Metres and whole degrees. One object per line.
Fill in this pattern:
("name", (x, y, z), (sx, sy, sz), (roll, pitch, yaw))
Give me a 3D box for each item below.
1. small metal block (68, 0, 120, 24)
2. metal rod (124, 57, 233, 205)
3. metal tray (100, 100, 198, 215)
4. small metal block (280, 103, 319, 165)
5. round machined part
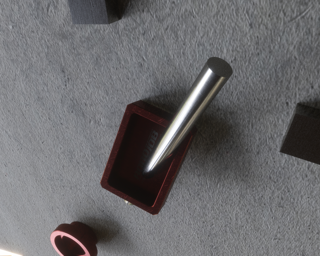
("small metal block", (-0.077, -0.147, 0.355), (0.050, 0.025, 0.050), (8, 122, 23))
("metal rod", (0.003, 0.029, 0.387), (0.025, 0.025, 0.298), (36, 139, 4))
("metal tray", (-0.017, 0.039, 0.410), (0.090, 0.030, 0.129), (26, 110, 12))
("small metal block", (0.161, 0.008, 0.326), (0.050, 0.025, 0.050), (19, 126, 17))
("round machined part", (-0.166, 0.228, 0.621), (0.098, 0.042, 0.097), (13, 124, 20))
